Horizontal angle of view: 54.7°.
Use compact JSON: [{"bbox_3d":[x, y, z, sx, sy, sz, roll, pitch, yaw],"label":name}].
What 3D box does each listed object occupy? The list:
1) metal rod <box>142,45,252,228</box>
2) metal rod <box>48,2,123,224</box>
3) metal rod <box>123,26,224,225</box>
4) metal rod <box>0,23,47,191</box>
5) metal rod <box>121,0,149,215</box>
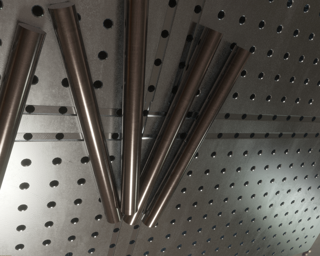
[{"bbox_3d":[0.046,0.023,0.452,0.025,0.025,0.298,14,111,-35],"label":"metal rod"},{"bbox_3d":[-0.080,0.008,0.373,0.025,0.025,0.298,-19,126,-18],"label":"metal rod"},{"bbox_3d":[0.010,0.011,0.424,0.025,0.025,0.298,10,113,-33],"label":"metal rod"},{"bbox_3d":[-0.178,0.036,0.336,0.025,0.025,0.298,12,112,-34],"label":"metal rod"},{"bbox_3d":[-0.033,-0.017,0.374,0.025,0.025,0.298,-9,120,-24],"label":"metal rod"}]
